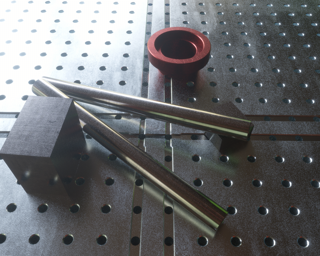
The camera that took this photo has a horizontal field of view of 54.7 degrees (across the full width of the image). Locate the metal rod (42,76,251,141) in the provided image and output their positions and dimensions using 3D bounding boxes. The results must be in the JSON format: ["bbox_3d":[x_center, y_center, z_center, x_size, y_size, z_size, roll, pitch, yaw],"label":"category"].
[{"bbox_3d":[-0.034,-0.030,0.414,0.301,0.025,0.025,14,51,18],"label":"metal rod"}]

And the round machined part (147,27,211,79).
[{"bbox_3d":[0.030,-0.116,0.495,0.099,0.042,0.098,0,50,0],"label":"round machined part"}]

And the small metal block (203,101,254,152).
[{"bbox_3d":[0.087,-0.003,0.412,0.050,0.025,0.050,-22,54,-18],"label":"small metal block"}]

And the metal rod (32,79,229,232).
[{"bbox_3d":[-0.051,0.020,0.379,0.300,0.025,0.025,34,58,21],"label":"metal rod"}]

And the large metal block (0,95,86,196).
[{"bbox_3d":[-0.126,0.021,0.353,0.050,0.080,0.080,4,50,3],"label":"large metal block"}]
